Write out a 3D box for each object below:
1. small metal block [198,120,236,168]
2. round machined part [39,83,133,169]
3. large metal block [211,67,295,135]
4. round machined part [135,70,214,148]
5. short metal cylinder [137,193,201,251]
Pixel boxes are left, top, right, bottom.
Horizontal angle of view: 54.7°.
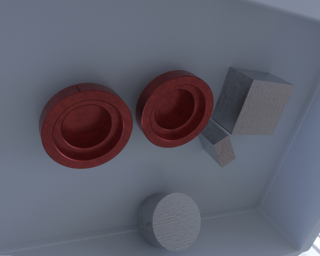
[{"bbox_3d":[0.081,0.022,0.452,0.025,0.050,0.050,-33,129,-7],"label":"small metal block"},{"bbox_3d":[-0.084,-0.006,0.349,0.099,0.042,0.097,-14,125,-21],"label":"round machined part"},{"bbox_3d":[0.132,-0.037,0.444,0.081,0.050,0.079,2,118,-30],"label":"large metal block"},{"bbox_3d":[0.015,-0.027,0.391,0.099,0.042,0.097,-14,125,-21],"label":"round machined part"},{"bbox_3d":[0.013,0.137,0.461,0.081,0.050,0.080,7,75,-28],"label":"short metal cylinder"}]
